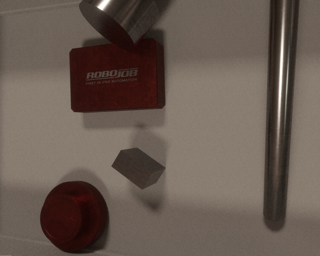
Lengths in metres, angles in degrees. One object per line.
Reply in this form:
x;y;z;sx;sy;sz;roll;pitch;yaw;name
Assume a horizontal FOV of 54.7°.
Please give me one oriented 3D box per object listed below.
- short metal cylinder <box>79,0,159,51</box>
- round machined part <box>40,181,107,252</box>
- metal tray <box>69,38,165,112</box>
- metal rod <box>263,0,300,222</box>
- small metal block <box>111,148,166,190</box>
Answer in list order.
-0.049;-0.139;0.373;0.080;0.080;0.050;32;81;17;short metal cylinder
-0.129;0.125;0.440;0.098;0.042;0.097;-2;82;20;round machined part
-0.060;-0.069;0.428;0.130;0.030;0.089;-2;90;19;metal tray
0.120;-0.035;0.309;0.025;0.025;0.298;2;113;19;metal rod
-0.027;0.051;0.406;0.050;0.050;0.025;34;101;16;small metal block
